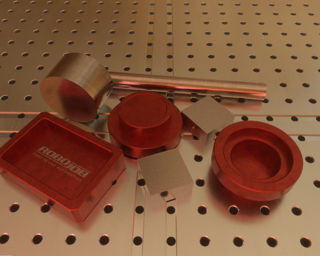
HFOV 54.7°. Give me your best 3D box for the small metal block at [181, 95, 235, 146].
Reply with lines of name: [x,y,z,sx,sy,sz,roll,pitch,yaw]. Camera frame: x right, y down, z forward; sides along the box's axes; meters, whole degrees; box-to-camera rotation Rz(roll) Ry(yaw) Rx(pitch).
small metal block: [0.063,-0.011,0.418,0.050,0.025,0.050,-31,57,-24]

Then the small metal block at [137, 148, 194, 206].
small metal block: [0.005,0.056,0.361,0.050,0.025,0.050,-15,52,-12]

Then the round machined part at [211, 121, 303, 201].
round machined part: [0.109,0.041,0.363,0.099,0.042,0.098,0,50,0]

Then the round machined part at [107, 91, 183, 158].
round machined part: [-0.019,-0.011,0.405,0.099,0.042,0.098,0,47,0]

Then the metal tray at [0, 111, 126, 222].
metal tray: [-0.119,0.040,0.369,0.130,0.030,0.090,24,54,19]

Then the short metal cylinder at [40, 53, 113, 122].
short metal cylinder: [-0.110,-0.053,0.415,0.080,0.080,0.050,14,51,11]

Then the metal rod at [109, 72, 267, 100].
metal rod: [0.002,-0.066,0.462,0.302,0.025,0.025,5,50,4]
